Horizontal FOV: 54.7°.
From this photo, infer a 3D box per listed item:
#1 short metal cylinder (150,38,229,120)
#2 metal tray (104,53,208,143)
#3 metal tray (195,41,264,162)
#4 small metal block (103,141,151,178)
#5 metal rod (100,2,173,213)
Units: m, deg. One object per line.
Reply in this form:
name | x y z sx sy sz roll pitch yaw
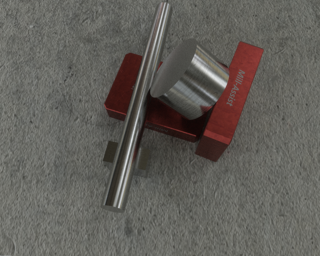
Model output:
short metal cylinder | 0.033 -0.056 0.362 0.050 0.080 0.080 33 70 -24
metal tray | 0.002 -0.042 0.422 0.131 0.030 0.090 17 71 6
metal tray | 0.085 -0.030 0.387 0.030 0.090 0.130 22 71 7
small metal block | -0.038 0.040 0.381 0.050 0.050 0.025 12 71 4
metal rod | -0.021 -0.046 0.385 0.025 0.025 0.300 10 61 3
